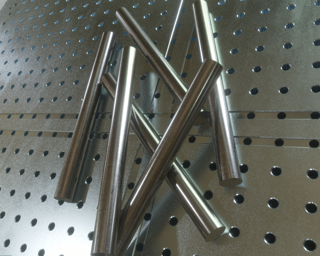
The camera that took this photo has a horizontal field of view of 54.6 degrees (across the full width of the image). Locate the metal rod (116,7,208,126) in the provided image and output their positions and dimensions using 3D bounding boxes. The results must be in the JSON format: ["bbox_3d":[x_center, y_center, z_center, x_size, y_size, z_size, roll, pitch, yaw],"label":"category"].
[{"bbox_3d":[-0.010,-0.112,0.483,0.025,0.025,0.300,-35,51,5],"label":"metal rod"}]

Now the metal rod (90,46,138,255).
[{"bbox_3d":[-0.052,0.005,0.395,0.025,0.025,0.300,-13,52,21],"label":"metal rod"}]

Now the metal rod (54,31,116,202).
[{"bbox_3d":[-0.111,-0.034,0.488,0.025,0.025,0.300,-6,59,25],"label":"metal rod"}]

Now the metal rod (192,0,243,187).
[{"bbox_3d":[0.070,-0.067,0.413,0.025,0.025,0.300,-16,55,19],"label":"metal rod"}]

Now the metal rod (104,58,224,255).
[{"bbox_3d":[-0.009,0.057,0.349,0.025,0.025,0.299,25,84,37],"label":"metal rod"}]

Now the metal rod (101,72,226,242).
[{"bbox_3d":[-0.014,0.014,0.407,0.025,0.025,0.300,-39,51,2],"label":"metal rod"}]
